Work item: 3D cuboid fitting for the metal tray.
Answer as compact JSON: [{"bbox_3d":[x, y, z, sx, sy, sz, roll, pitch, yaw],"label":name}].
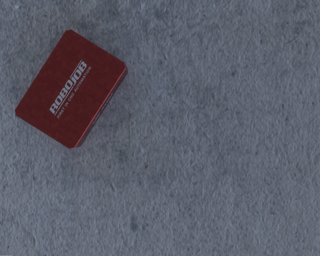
[{"bbox_3d":[-0.114,-0.049,0.407,0.090,0.030,0.130,32,90,0],"label":"metal tray"}]
